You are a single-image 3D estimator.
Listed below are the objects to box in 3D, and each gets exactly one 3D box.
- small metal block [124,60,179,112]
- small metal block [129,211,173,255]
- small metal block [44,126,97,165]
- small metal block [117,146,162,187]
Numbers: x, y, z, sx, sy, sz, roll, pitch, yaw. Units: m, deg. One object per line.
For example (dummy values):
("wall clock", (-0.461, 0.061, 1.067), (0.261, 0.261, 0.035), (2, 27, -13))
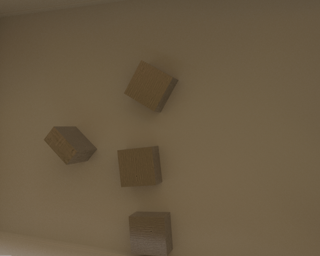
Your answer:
("small metal block", (-0.012, -0.055, 0.415), (0.050, 0.025, 0.050), (32, 100, 17))
("small metal block", (-0.012, 0.140, 0.415), (0.050, 0.025, 0.050), (-5, 88, 20))
("small metal block", (-0.126, 0.024, 0.442), (0.050, 0.050, 0.025), (44, 104, 14))
("small metal block", (-0.027, 0.052, 0.420), (0.050, 0.025, 0.050), (-7, 88, 19))
